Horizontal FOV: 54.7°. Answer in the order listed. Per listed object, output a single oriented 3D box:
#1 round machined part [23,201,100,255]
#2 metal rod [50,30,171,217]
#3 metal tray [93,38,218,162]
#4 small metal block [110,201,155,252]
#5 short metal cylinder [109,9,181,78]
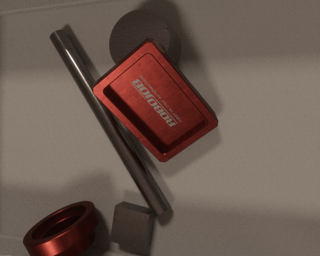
[{"bbox_3d":[-0.127,0.143,0.418,0.098,0.098,0.042,-18,102,19],"label":"round machined part"},{"bbox_3d":[-0.074,-0.014,0.435,0.025,0.025,0.299,-35,79,16],"label":"metal rod"},{"bbox_3d":[-0.004,-0.030,0.374,0.090,0.030,0.130,-37,110,16],"label":"metal tray"},{"bbox_3d":[-0.037,0.133,0.422,0.050,0.025,0.050,10,93,19],"label":"small metal block"},{"bbox_3d":[-0.018,-0.106,0.403,0.080,0.050,0.079,0,90,19],"label":"short metal cylinder"}]
